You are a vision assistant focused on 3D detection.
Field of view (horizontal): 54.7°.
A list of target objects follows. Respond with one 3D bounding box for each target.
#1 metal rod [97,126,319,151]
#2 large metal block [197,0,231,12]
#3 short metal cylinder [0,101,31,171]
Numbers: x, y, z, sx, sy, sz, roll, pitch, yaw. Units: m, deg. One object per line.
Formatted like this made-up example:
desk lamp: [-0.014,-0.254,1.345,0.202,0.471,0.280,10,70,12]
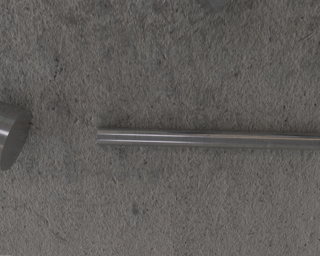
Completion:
metal rod: [0.070,0.014,0.415,0.302,0.025,0.025,2,110,-1]
large metal block: [0.071,-0.166,0.320,0.080,0.080,0.050,-35,107,12]
short metal cylinder: [-0.201,0.007,0.381,0.050,0.080,0.079,19,109,-7]
